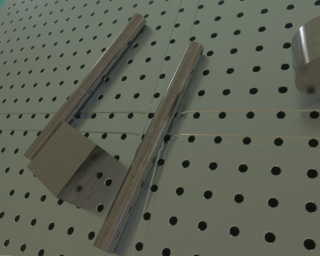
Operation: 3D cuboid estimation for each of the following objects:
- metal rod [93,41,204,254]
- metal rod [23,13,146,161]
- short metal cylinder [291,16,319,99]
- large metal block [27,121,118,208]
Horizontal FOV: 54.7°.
[{"bbox_3d":[-0.007,0.011,0.405,0.025,0.025,0.300,12,67,33],"label":"metal rod"},{"bbox_3d":[-0.118,-0.071,0.514,0.025,0.025,0.300,26,76,37],"label":"metal rod"},{"bbox_3d":[0.182,-0.073,0.322,0.080,0.080,0.050,-7,59,25],"label":"short metal cylinder"},{"bbox_3d":[-0.120,0.049,0.426,0.080,0.050,0.080,29,78,37],"label":"large metal block"}]
